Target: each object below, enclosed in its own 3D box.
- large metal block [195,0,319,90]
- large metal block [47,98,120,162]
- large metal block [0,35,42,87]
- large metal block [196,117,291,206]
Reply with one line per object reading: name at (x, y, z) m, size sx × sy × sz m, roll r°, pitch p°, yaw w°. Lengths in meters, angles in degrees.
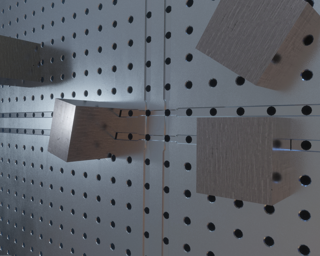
large metal block at (0.097, -0.095, 0.312) m, size 0.080 × 0.050 × 0.079 m, roll 42°, pitch 115°, yaw 31°
large metal block at (-0.113, 0.002, 0.464) m, size 0.050 × 0.081 × 0.079 m, roll 19°, pitch 102°, yaw 38°
large metal block at (-0.284, -0.127, 0.604) m, size 0.050 × 0.081 × 0.080 m, roll -10°, pitch 83°, yaw 39°
large metal block at (0.086, 0.029, 0.321) m, size 0.080 × 0.050 × 0.079 m, roll 1°, pitch 91°, yaw 39°
